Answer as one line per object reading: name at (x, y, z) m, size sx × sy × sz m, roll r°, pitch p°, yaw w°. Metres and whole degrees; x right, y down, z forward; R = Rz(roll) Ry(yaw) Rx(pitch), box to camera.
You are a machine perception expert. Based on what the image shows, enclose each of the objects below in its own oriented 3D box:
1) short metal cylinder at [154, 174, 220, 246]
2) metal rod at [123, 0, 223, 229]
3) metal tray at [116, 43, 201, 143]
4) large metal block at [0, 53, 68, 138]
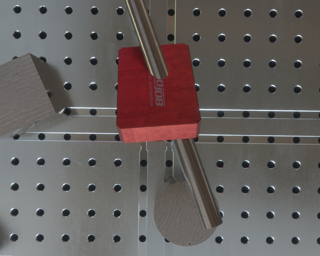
short metal cylinder at (0.033, 0.104, 0.401) m, size 0.081 × 0.050 × 0.080 m, roll 0°, pitch 90°, yaw 0°
metal rod at (0.012, -0.028, 0.374) m, size 0.025 × 0.025 × 0.299 m, roll -19°, pitch 84°, yaw 0°
metal tray at (-0.004, -0.046, 0.376) m, size 0.091 × 0.030 × 0.130 m, roll -4°, pitch 54°, yaw 0°
large metal block at (-0.179, -0.039, 0.399) m, size 0.080 × 0.050 × 0.080 m, roll -23°, pitch 90°, yaw 0°
